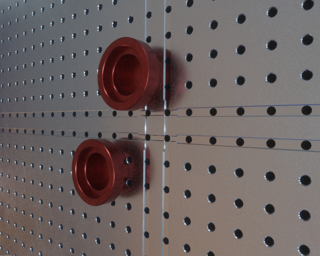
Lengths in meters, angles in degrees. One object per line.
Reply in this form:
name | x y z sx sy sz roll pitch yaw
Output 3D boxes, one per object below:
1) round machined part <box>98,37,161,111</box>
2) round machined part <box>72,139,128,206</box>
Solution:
round machined part | -0.038 -0.072 0.428 0.098 0.042 0.097 0 90 39
round machined part | -0.086 0.065 0.467 0.098 0.042 0.097 0 90 39
